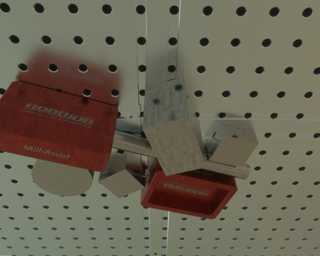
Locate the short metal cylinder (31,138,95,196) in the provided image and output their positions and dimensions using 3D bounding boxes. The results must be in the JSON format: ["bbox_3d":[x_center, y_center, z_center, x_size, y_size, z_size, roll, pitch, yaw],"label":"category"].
[{"bbox_3d":[-0.132,0.052,0.437,0.081,0.050,0.079,0,130,0],"label":"short metal cylinder"}]

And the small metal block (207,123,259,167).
[{"bbox_3d":[0.101,0.025,0.433,0.050,0.025,0.050,13,129,-11],"label":"small metal block"}]

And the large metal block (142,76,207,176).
[{"bbox_3d":[0.018,-0.002,0.375,0.050,0.080,0.080,-14,129,12],"label":"large metal block"}]

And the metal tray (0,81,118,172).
[{"bbox_3d":[-0.120,-0.004,0.363,0.131,0.090,0.030,14,129,-12],"label":"metal tray"}]

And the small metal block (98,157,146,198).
[{"bbox_3d":[-0.058,0.077,0.478,0.050,0.025,0.050,-26,126,20],"label":"small metal block"}]

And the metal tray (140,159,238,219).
[{"bbox_3d":[0.044,0.098,0.491,0.131,0.030,0.089,14,129,-12],"label":"metal tray"}]

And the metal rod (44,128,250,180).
[{"bbox_3d":[-0.013,0.028,0.435,0.302,0.025,0.025,15,129,-13],"label":"metal rod"}]
